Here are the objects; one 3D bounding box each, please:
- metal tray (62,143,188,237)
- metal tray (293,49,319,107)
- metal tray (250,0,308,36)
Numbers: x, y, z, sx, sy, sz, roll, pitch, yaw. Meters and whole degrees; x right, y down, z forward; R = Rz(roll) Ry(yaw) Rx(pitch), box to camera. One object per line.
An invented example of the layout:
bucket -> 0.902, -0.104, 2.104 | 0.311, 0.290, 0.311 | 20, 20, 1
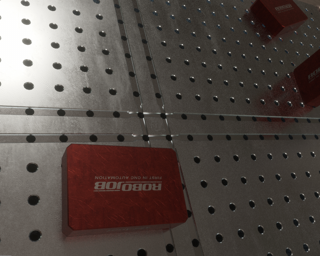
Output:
metal tray -> -0.039, 0.067, 0.345 | 0.131, 0.030, 0.090 | 5, 60, -26
metal tray -> 0.322, -0.110, 0.585 | 0.030, 0.129, 0.090 | 11, 57, -23
metal tray -> 0.280, -0.269, 0.724 | 0.131, 0.030, 0.090 | -27, 77, -37
